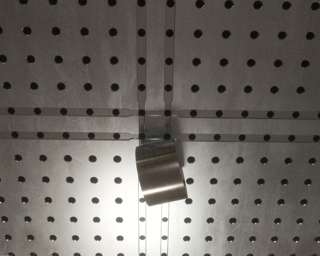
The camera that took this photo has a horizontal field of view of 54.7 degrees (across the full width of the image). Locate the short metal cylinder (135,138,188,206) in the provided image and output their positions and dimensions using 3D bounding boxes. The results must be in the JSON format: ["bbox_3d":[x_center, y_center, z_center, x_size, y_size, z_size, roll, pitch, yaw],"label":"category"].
[{"bbox_3d":[0.003,0.058,0.405,0.050,0.080,0.080,-13,110,4],"label":"short metal cylinder"}]
